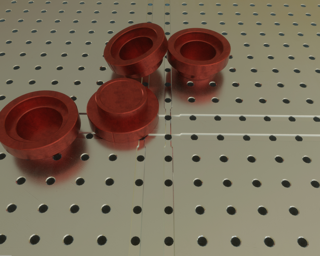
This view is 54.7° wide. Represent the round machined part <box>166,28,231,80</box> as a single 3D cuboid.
[{"bbox_3d":[0.060,-0.114,0.493,0.099,0.042,0.098,1,50,0],"label":"round machined part"}]

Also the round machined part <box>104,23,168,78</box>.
[{"bbox_3d":[-0.034,-0.116,0.481,0.098,0.042,0.098,-11,50,14],"label":"round machined part"}]

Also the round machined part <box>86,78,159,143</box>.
[{"bbox_3d":[-0.051,-0.031,0.422,0.099,0.042,0.098,0,50,0],"label":"round machined part"}]

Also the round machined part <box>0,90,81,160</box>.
[{"bbox_3d":[-0.150,0.000,0.394,0.099,0.042,0.098,0,50,0],"label":"round machined part"}]
